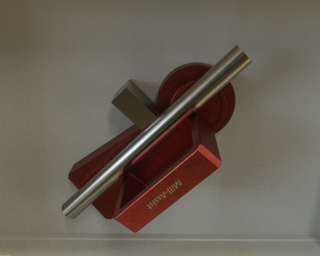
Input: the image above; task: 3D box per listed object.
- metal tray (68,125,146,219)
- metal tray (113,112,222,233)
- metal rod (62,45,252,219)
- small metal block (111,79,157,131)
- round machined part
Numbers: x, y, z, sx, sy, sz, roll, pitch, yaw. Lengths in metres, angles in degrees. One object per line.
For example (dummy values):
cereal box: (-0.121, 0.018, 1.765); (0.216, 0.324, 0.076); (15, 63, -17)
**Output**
metal tray: (-0.047, 0.059, 0.428); (0.130, 0.030, 0.090); (-33, 107, 11)
metal tray: (0.006, 0.047, 0.352); (0.030, 0.090, 0.130); (41, 111, -17)
metal rod: (-0.016, 0.016, 0.374); (0.299, 0.025, 0.025); (-42, 105, 18)
small metal block: (-0.030, -0.030, 0.385); (0.025, 0.050, 0.050); (-43, 105, 14)
round machined part: (0.046, -0.031, 0.390); (0.099, 0.042, 0.097); (0, 110, -1)
